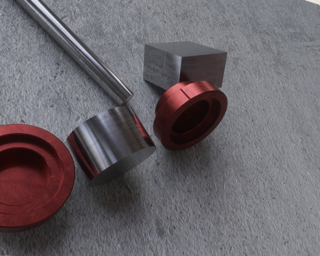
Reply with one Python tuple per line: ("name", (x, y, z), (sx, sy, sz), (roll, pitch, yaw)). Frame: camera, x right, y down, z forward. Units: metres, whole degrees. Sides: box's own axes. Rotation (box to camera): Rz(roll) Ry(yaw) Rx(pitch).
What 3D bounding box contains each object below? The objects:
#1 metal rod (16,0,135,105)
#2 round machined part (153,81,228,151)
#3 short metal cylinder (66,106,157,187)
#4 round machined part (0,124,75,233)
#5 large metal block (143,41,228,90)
("metal rod", (-0.147, -0.142, 0.411), (0.300, 0.025, 0.025), (45, 51, 3))
("round machined part", (0.033, -0.020, 0.391), (0.099, 0.097, 0.042), (-13, 50, -33))
("short metal cylinder", (-0.051, 0.020, 0.329), (0.081, 0.080, 0.050), (-22, 74, -36))
("round machined part", (-0.134, 0.049, 0.291), (0.099, 0.042, 0.098), (14, 56, -21))
("large metal block", (0.033, -0.087, 0.434), (0.081, 0.050, 0.080), (-14, 32, -34))
